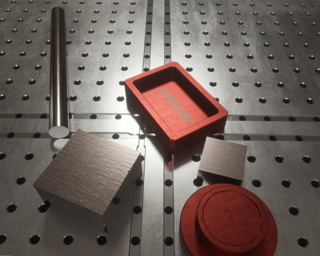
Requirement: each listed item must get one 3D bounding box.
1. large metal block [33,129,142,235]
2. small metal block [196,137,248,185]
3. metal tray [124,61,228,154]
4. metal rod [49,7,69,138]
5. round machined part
[{"bbox_3d":[-0.074,0.057,0.342,0.080,0.050,0.080,19,52,15],"label":"large metal block"},{"bbox_3d":[0.075,0.042,0.373,0.050,0.025,0.050,13,51,10],"label":"small metal block"},{"bbox_3d":[0.019,-0.034,0.432,0.091,0.030,0.130,-25,55,-20],"label":"metal tray"},{"bbox_3d":[-0.162,-0.107,0.495,0.025,0.025,0.300,-9,51,-8],"label":"metal rod"},{"bbox_3d":[0.070,0.098,0.315,0.099,0.042,0.098,0,50,0],"label":"round machined part"}]
